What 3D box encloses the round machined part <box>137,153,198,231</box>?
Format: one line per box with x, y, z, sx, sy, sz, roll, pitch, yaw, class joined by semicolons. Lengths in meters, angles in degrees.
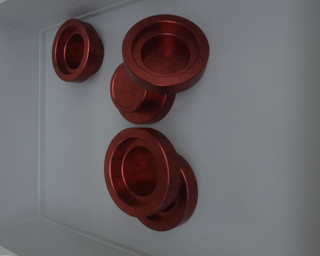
0.007;0.075;0.388;0.098;0.042;0.097;0;90;39;round machined part

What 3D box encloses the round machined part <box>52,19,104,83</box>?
-0.128;-0.121;0.499;0.098;0.042;0.097;0;90;39;round machined part

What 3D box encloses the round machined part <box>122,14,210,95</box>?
0.007;-0.082;0.367;0.099;0.042;0.098;0;68;0;round machined part

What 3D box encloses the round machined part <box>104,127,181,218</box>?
-0.016;0.048;0.352;0.098;0.042;0.097;0;90;39;round machined part

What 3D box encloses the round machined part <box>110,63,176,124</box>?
-0.029;-0.054;0.418;0.098;0.042;0.097;0;90;39;round machined part
